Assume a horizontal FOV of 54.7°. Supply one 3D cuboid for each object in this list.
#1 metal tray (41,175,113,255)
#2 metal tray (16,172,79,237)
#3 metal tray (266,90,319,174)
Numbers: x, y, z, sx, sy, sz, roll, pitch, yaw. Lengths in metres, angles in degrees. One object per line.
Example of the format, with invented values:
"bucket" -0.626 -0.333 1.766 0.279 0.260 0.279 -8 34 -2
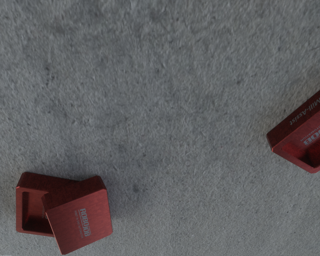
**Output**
"metal tray" -0.128 0.142 0.498 0.091 0.030 0.129 -18 134 -22
"metal tray" -0.187 0.132 0.513 0.091 0.030 0.129 12 129 -11
"metal tray" 0.220 -0.001 0.406 0.090 0.030 0.129 27 125 -22
